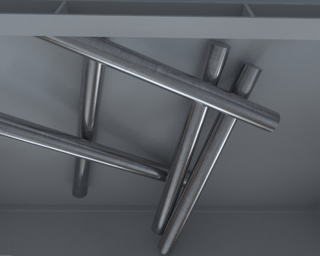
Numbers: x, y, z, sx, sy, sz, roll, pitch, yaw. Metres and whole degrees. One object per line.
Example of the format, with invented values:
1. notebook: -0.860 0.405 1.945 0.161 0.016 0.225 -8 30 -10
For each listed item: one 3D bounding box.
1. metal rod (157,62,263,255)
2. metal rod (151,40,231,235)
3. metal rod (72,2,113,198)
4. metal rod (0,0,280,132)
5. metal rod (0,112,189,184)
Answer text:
1. metal rod: 0.056 0.056 0.412 0.025 0.025 0.298 15 115 -13
2. metal rod: 0.032 0.033 0.409 0.025 0.025 0.298 10 121 -8
3. metal rod: -0.093 -0.009 0.400 0.025 0.025 0.298 10 130 -9
4. metal rod: -0.008 -0.058 0.320 0.302 0.025 0.025 21 127 -13
5. metal rod: -0.076 0.035 0.408 0.302 0.025 0.025 21 128 -29
